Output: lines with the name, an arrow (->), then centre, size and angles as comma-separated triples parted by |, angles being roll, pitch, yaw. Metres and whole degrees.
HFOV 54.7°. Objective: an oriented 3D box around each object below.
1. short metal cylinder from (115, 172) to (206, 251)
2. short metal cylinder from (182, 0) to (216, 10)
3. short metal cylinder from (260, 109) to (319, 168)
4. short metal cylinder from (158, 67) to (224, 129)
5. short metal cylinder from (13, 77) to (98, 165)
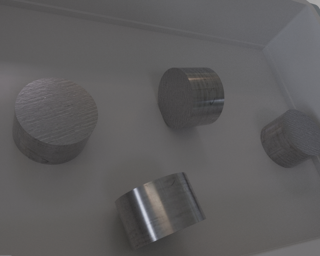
short metal cylinder -> 0.000, 0.085, 0.318 | 0.081, 0.080, 0.050 | -11, 68, -33
short metal cylinder -> 0.072, -0.267, 0.574 | 0.081, 0.080, 0.050 | -11, 67, -33
short metal cylinder -> 0.209, 0.017, 0.491 | 0.081, 0.050, 0.080 | 14, 56, -21
short metal cylinder -> 0.040, -0.041, 0.417 | 0.050, 0.080, 0.080 | -8, 66, -32
short metal cylinder -> -0.113, -0.007, 0.333 | 0.081, 0.050, 0.080 | 14, 56, -21
